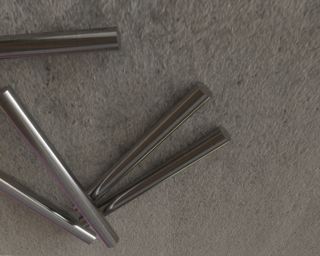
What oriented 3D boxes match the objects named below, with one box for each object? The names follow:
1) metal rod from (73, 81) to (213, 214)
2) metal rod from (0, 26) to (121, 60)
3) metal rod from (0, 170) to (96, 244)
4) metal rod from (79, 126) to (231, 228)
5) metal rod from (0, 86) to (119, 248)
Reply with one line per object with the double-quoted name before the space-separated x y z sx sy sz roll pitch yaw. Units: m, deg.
"metal rod" -0.040 0.043 0.443 0.025 0.025 0.299 31 123 -24
"metal rod" -0.194 -0.084 0.332 0.302 0.025 0.025 -4 130 2
"metal rod" -0.214 0.113 0.499 0.025 0.025 0.300 -28 125 21
"metal rod" -0.022 0.085 0.479 0.299 0.025 0.025 -35 122 26
"metal rod" -0.134 0.073 0.443 0.025 0.025 0.299 -17 121 13
